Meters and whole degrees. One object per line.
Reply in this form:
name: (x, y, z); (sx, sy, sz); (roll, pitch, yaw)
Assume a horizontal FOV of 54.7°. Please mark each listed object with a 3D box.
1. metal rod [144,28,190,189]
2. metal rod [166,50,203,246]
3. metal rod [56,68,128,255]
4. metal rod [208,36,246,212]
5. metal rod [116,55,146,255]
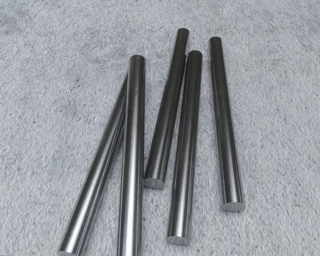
metal rod: (0.017, -0.050, 0.445); (0.025, 0.025, 0.300); (7, 50, 6)
metal rod: (0.037, -0.001, 0.404); (0.025, 0.025, 0.300); (6, 50, 5)
metal rod: (-0.061, 0.010, 0.393); (0.025, 0.025, 0.300); (8, 50, 6)
metal rod: (0.086, -0.030, 0.428); (0.025, 0.025, 0.300); (2, 50, 2)
metal rod: (-0.031, 0.026, 0.364); (0.025, 0.025, 0.300); (0, 55, -1)
